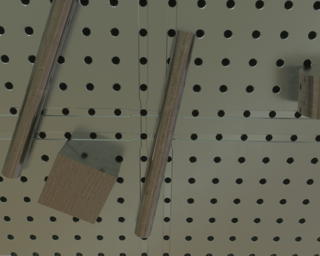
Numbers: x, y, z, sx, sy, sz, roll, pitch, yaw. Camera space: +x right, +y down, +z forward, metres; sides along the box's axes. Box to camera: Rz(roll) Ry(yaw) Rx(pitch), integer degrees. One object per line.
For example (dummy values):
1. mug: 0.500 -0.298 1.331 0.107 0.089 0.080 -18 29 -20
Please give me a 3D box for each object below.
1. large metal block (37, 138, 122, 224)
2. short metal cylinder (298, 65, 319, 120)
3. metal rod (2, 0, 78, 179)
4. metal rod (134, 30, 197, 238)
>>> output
1. large metal block: -0.108 0.073 0.426 0.080 0.050 0.080 24 108 -9
2. short metal cylinder: 0.209 -0.045 0.369 0.080 0.080 0.050 -7 110 2
3. metal rod: -0.148 -0.065 0.387 0.025 0.025 0.298 22 108 -8
4. metal rod: 0.003 0.022 0.421 0.025 0.025 0.298 11 110 -4
